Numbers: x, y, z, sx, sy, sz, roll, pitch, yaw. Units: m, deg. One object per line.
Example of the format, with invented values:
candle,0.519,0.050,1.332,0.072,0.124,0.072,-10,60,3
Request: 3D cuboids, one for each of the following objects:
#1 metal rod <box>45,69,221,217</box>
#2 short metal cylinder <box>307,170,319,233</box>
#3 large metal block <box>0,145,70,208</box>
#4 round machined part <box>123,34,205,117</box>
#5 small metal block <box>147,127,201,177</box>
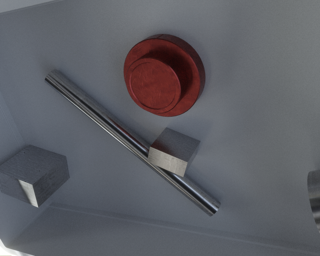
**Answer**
metal rod,-0.039,0.020,0.439,0.300,0.025,0.025,39,129,1
short metal cylinder,0.193,0.079,0.320,0.050,0.080,0.080,-19,108,35
large metal block,-0.217,0.080,0.534,0.080,0.080,0.050,15,124,19
round machined part,0.000,-0.056,0.362,0.098,0.042,0.097,13,124,20
small metal block,0.019,0.030,0.400,0.050,0.050,0.025,22,127,14
